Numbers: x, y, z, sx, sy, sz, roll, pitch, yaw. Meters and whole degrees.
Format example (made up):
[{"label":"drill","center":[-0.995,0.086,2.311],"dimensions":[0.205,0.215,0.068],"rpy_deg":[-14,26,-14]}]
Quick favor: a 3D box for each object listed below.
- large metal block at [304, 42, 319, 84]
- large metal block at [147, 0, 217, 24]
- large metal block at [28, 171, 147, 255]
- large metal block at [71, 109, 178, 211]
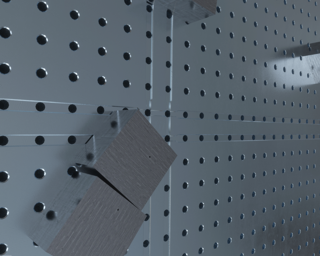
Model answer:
[{"label":"large metal block","center":[0.385,-0.150,0.693],"dimensions":[0.050,0.080,0.080],"rpy_deg":[-52,121,-27]},{"label":"large metal block","center":[0.034,-0.200,0.420],"dimensions":[0.081,0.050,0.080],"rpy_deg":[13,82,-39]},{"label":"large metal block","center":[-0.074,0.104,0.330],"dimensions":[0.080,0.050,0.080],"rpy_deg":[47,62,-30]},{"label":"large metal block","center":[-0.038,0.035,0.360],"dimensions":[0.080,0.050,0.080],"rpy_deg":[50,60,-28]}]
